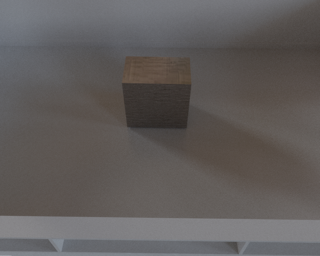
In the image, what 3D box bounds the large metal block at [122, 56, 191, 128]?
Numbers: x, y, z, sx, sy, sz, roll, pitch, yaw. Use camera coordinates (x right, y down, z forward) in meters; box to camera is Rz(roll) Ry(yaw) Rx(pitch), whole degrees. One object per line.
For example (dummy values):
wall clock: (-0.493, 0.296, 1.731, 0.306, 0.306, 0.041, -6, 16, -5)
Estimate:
large metal block: (-0.003, -0.045, 0.405, 0.080, 0.080, 0.050, 1, 50, 0)
